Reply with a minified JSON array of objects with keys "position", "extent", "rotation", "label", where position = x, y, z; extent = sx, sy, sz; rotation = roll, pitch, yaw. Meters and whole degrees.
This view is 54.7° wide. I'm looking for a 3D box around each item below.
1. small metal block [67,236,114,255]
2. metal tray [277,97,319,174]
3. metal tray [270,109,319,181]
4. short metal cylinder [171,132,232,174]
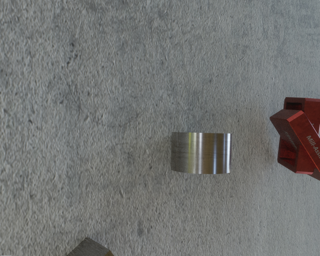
[{"position":[-0.078,0.147,0.324],"extent":[0.050,0.050,0.025],"rotation":[-40,115,-33],"label":"small metal block"},{"position":[0.251,0.010,0.563],"extent":[0.030,0.090,0.129],"rotation":[4,96,0],"label":"metal tray"},{"position":[0.256,0.029,0.553],"extent":[0.030,0.090,0.130],"rotation":[-33,94,3],"label":"metal tray"},{"position":[0.055,0.031,0.415],"extent":[0.081,0.080,0.050],"rotation":[2,89,-40],"label":"short metal cylinder"}]
